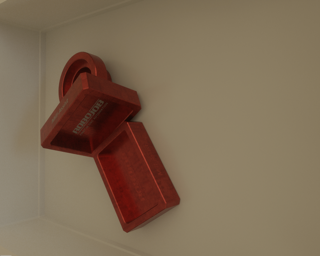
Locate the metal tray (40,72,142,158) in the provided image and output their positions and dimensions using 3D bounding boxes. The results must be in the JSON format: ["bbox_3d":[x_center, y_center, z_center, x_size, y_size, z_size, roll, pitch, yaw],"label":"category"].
[{"bbox_3d":[-0.100,-0.012,0.441,0.129,0.091,0.030,-44,47,31],"label":"metal tray"}]

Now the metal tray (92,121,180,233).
[{"bbox_3d":[-0.038,0.066,0.432,0.090,0.030,0.130,-41,66,32],"label":"metal tray"}]

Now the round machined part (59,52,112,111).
[{"bbox_3d":[-0.112,-0.065,0.481,0.098,0.042,0.097,-7,79,41],"label":"round machined part"}]
